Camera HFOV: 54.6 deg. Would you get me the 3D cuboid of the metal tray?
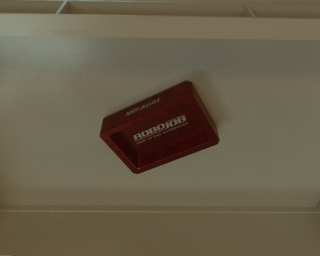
[{"bbox_3d":[0.000,0.004,0.405,0.130,0.030,0.090,-23,127,17],"label":"metal tray"}]
